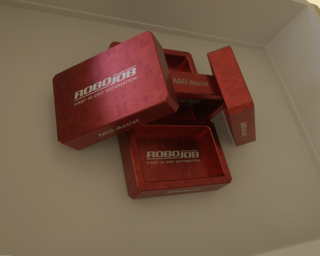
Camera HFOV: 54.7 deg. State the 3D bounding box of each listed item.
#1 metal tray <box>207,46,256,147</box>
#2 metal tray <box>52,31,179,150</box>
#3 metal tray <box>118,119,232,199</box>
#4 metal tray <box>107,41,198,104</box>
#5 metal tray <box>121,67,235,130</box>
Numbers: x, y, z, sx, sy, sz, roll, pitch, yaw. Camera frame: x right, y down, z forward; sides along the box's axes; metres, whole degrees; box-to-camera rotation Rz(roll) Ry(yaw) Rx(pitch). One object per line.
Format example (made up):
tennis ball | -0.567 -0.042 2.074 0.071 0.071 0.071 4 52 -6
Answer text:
metal tray | 0.100 -0.038 0.421 0.030 0.130 0.090 -19 64 10
metal tray | -0.053 -0.039 0.340 0.030 0.130 0.090 41 32 -60
metal tray | 0.019 0.035 0.387 0.131 0.030 0.090 1 61 -29
metal tray | -0.006 -0.071 0.440 0.131 0.030 0.090 0 62 -29
metal tray | 0.016 -0.031 0.390 0.131 0.090 0.030 1 62 -29
